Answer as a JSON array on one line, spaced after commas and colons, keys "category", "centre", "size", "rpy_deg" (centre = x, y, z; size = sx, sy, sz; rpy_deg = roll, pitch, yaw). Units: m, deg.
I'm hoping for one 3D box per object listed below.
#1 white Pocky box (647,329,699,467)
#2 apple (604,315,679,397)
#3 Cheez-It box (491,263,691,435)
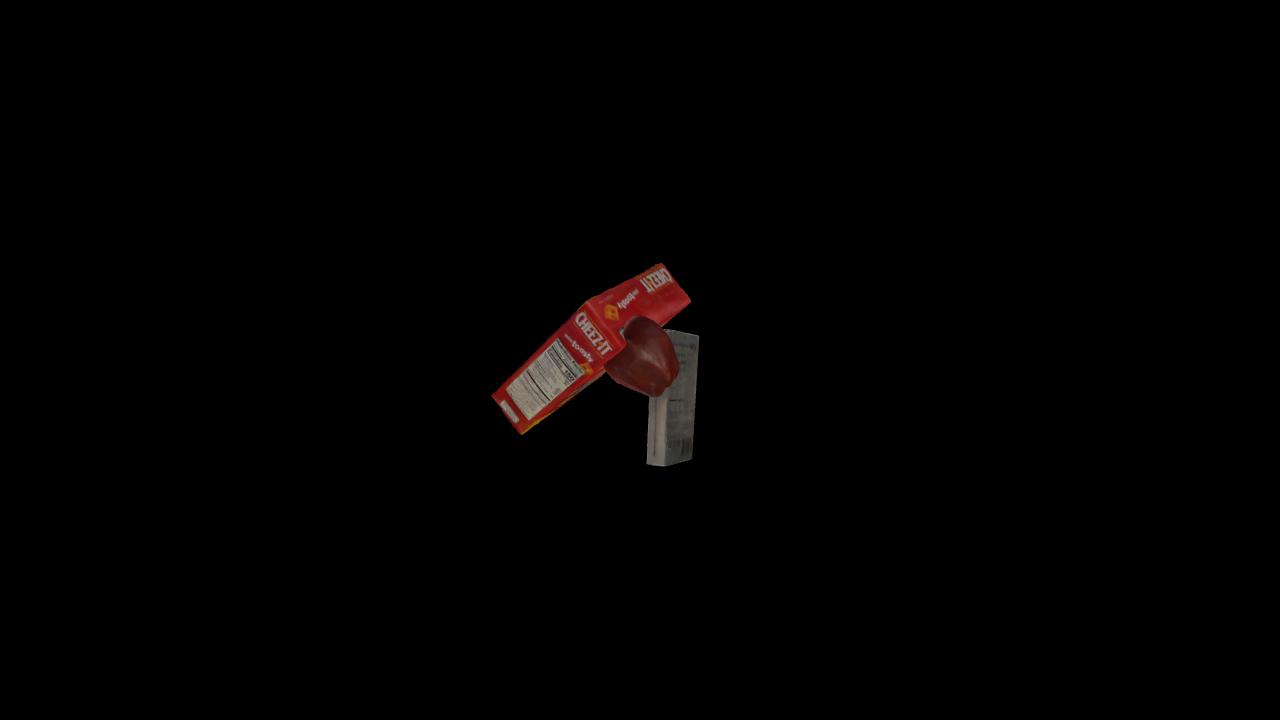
[{"category": "white Pocky box", "centre": [0.040, 0.044, 0.723], "size": [0.028, 0.154, 0.084], "rpy_deg": [2, -2, 29]}, {"category": "apple", "centre": [-0.001, -0.005, 0.675], "size": [0.093, 0.079, 0.079], "rpy_deg": [44, -8, -9]}, {"category": "Cheez-It box", "centre": [-0.062, -0.014, 0.757], "size": [0.223, 0.071, 0.166], "rpy_deg": [-38, 0, 39]}]
